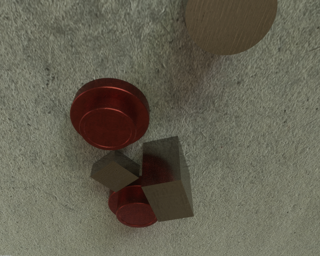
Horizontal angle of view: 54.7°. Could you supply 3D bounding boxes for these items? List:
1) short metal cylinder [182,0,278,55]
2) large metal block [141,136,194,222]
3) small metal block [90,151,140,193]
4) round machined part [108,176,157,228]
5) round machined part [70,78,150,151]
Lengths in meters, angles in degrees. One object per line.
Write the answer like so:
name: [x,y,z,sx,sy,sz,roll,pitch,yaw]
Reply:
short metal cylinder: [0.063,-0.117,0.292,0.081,0.050,0.079,0,130,0]
large metal block: [0.012,0.071,0.432,0.050,0.080,0.080,-12,129,9]
small metal block: [-0.066,0.064,0.461,0.050,0.025,0.050,-35,122,25]
round machined part: [-0.035,0.125,0.503,0.099,0.042,0.097,-1,130,0]
round machined part: [-0.062,-0.010,0.387,0.099,0.042,0.097,-1,130,0]
